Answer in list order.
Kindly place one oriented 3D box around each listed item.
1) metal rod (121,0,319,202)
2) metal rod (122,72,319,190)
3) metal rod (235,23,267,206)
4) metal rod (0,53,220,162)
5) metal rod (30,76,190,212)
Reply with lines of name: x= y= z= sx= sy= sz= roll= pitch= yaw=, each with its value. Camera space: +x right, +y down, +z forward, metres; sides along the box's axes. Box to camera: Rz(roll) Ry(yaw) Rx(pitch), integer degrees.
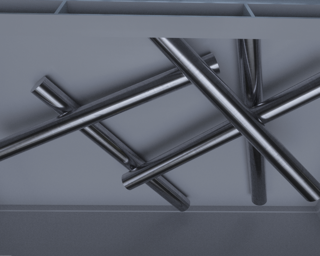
metal rod: x=0.077 y=-0.024 z=0.336 sx=0.300 sy=0.025 sz=0.025 roll=44 pitch=119 yaw=-12
metal rod: x=0.075 y=0.008 z=0.382 sx=0.300 sy=0.025 sz=0.025 roll=-29 pitch=124 yaw=22
metal rod: x=0.127 y=0.007 z=0.415 sx=0.025 sy=0.025 sz=0.299 roll=-11 pitch=130 yaw=9
metal rod: x=-0.076 y=-0.019 z=0.364 sx=0.301 sy=0.025 sz=0.025 roll=-21 pitch=128 yaw=6
metal rod: x=-0.051 y=0.039 z=0.441 sx=0.025 sy=0.025 sz=0.300 roll=-31 pitch=124 yaw=23
